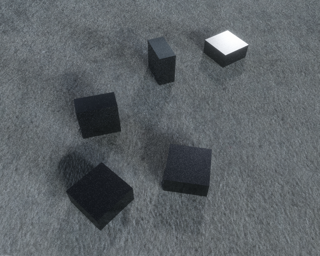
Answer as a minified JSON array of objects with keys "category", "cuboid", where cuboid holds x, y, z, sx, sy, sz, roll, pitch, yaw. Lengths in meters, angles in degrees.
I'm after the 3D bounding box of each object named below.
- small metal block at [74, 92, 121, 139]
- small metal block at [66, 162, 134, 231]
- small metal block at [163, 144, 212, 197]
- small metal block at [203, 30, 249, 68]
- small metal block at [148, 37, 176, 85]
[{"category":"small metal block","cuboid":[-0.079,-0.016,0.399,0.050,0.050,0.025,-12,51,-10]},{"category":"small metal block","cuboid":[-0.065,0.074,0.340,0.050,0.025,0.050,35,58,25]},{"category":"small metal block","cuboid":[0.033,0.049,0.363,0.050,0.025,0.050,7,50,5]},{"category":"small metal block","cuboid":[0.109,-0.132,0.516,0.050,0.025,0.050,-27,56,-22]},{"category":"small metal block","cuboid":[0.002,-0.102,0.473,0.025,0.050,0.050,-16,52,-13]}]
